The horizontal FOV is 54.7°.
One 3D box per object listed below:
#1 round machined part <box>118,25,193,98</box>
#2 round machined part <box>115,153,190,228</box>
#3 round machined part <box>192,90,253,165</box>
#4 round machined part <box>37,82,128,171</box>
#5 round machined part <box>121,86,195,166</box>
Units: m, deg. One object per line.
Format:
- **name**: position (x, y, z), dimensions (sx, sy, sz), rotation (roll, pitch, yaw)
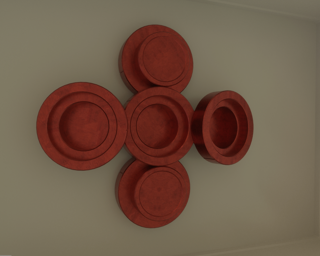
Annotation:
- **round machined part**: position (-0.001, -0.085, 0.399), dimensions (0.099, 0.042, 0.097), rotation (0, 90, -20)
- **round machined part**: position (-0.005, 0.080, 0.398), dimensions (0.099, 0.042, 0.097), rotation (0, 90, -20)
- **round machined part**: position (0.079, 0.000, 0.420), dimensions (0.099, 0.042, 0.097), rotation (0, 91, -37)
- **round machined part**: position (-0.086, -0.002, 0.359), dimensions (0.099, 0.042, 0.097), rotation (0, 90, -3)
- **round machined part**: position (-0.006, -0.002, 0.397), dimensions (0.099, 0.042, 0.097), rotation (0, 90, -20)
